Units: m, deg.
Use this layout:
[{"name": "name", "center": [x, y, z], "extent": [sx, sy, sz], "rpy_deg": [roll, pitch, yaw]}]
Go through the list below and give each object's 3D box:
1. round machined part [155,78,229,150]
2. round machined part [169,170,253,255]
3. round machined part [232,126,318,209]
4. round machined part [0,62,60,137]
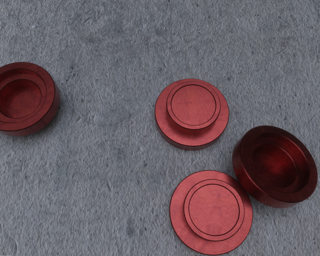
[{"name": "round machined part", "center": [0.042, -0.023, 0.408], "extent": [0.099, 0.042, 0.098], "rpy_deg": [0, 70, 0]}, {"name": "round machined part", "center": [0.060, 0.097, 0.364], "extent": [0.099, 0.042, 0.098], "rpy_deg": [0, 70, 0]}, {"name": "round machined part", "center": [0.132, 0.049, 0.372], "extent": [0.099, 0.042, 0.098], "rpy_deg": [8, 57, -12]}, {"name": "round machined part", "center": [-0.182, -0.035, 0.410], "extent": [0.099, 0.042, 0.098], "rpy_deg": [0, 70, 0]}]
